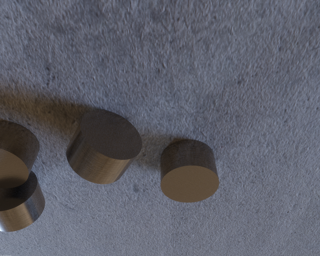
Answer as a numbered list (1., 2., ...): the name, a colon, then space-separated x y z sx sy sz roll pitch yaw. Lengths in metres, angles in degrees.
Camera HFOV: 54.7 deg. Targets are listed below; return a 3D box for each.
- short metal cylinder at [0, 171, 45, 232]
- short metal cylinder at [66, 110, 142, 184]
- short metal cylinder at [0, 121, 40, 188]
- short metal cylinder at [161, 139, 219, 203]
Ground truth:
1. short metal cylinder: -0.217 0.104 0.456 0.081 0.080 0.050 0 130 -1
2. short metal cylinder: -0.070 0.023 0.390 0.080 0.080 0.050 23 126 -19
3. short metal cylinder: -0.212 0.036 0.419 0.081 0.050 0.079 0 130 0
4. short metal cylinder: 0.041 0.063 0.445 0.081 0.050 0.079 0 130 0
